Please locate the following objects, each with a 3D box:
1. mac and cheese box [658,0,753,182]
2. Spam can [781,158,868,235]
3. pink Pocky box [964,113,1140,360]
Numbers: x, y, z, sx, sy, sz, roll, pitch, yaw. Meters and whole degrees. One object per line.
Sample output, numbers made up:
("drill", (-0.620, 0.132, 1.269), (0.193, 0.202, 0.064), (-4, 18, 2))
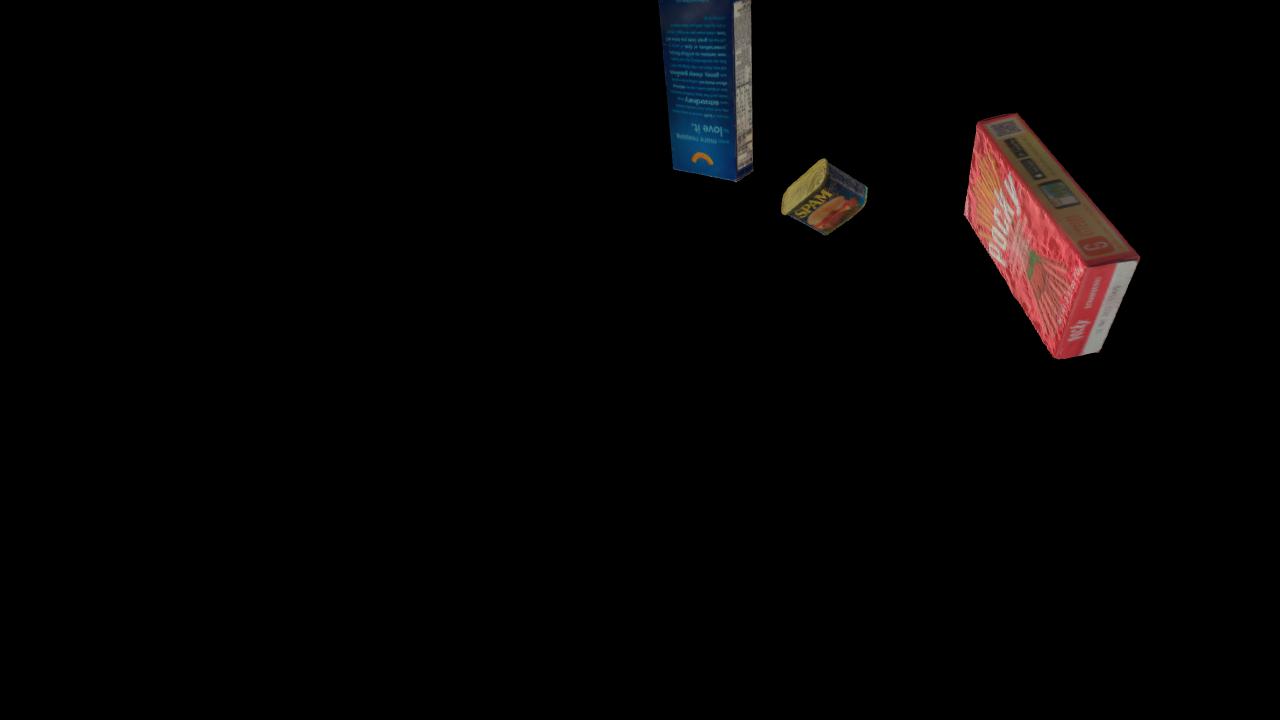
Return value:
("mac and cheese box", (0.072, -0.289, 0.647), (0.093, 0.184, 0.041), (23, 47, 35))
("Spam can", (0.284, -0.248, 0.948), (0.085, 0.058, 0.101), (22, -29, -20))
("pink Pocky box", (0.259, -0.084, 0.403), (0.029, 0.155, 0.084), (-12, -40, 11))
